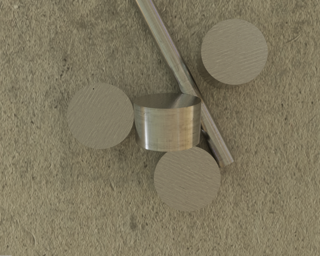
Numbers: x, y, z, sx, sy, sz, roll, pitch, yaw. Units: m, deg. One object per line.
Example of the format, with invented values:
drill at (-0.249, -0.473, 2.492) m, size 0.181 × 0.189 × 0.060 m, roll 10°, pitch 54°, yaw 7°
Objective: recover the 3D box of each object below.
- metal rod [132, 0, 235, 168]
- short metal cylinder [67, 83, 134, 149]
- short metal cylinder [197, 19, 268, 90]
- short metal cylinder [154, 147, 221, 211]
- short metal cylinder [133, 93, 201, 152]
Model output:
metal rod at (0.020, -0.086, 0.409) m, size 0.025 × 0.025 × 0.299 m, roll -27°, pitch 90°, yaw 0°
short metal cylinder at (-0.071, -0.015, 0.397) m, size 0.081 × 0.050 × 0.079 m, roll 0°, pitch 90°, yaw 0°
short metal cylinder at (0.090, -0.092, 0.398) m, size 0.081 × 0.050 × 0.079 m, roll 0°, pitch 90°, yaw 0°
short metal cylinder at (0.033, 0.061, 0.398) m, size 0.081 × 0.050 × 0.079 m, roll 0°, pitch 90°, yaw 0°
short metal cylinder at (0.009, -0.010, 0.377) m, size 0.081 × 0.080 × 0.050 m, roll -1°, pitch 108°, yaw 0°
